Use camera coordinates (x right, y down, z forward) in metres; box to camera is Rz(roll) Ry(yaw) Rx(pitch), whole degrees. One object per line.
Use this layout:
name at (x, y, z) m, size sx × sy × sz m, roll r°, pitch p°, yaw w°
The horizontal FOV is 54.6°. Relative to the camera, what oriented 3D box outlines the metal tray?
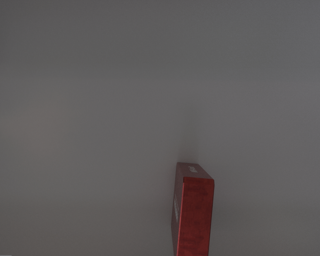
metal tray at (0.034, 0.092, 0.359) m, size 0.030 × 0.130 × 0.090 m, roll 5°, pitch 90°, yaw 0°
